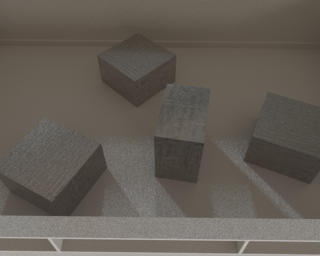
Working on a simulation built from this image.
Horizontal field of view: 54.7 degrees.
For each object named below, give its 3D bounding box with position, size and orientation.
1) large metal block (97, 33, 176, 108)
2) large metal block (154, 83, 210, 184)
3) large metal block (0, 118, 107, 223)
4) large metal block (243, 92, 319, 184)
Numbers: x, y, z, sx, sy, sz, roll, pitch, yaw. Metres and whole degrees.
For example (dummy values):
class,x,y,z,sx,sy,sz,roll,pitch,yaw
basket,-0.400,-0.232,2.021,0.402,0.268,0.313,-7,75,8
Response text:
class,x,y,z,sx,sy,sz,roll,pitch,yaw
large metal block,-0.033,-0.089,0.463,0.080,0.050,0.080,37,59,27
large metal block,0.026,0.007,0.364,0.050,0.080,0.080,8,51,7
large metal block,-0.119,0.045,0.350,0.080,0.050,0.080,23,54,18
large metal block,0.158,0.010,0.381,0.080,0.050,0.080,19,53,15
